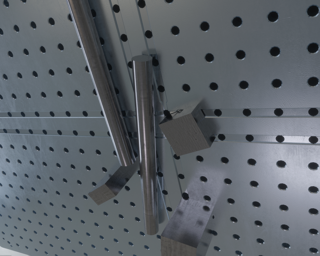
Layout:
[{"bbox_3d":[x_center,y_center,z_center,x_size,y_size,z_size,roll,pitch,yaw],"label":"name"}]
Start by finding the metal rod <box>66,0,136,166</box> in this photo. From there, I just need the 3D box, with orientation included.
[{"bbox_3d":[-0.081,-0.080,0.404,0.025,0.025,0.298,1,119,28],"label":"metal rod"}]

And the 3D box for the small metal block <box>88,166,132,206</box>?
[{"bbox_3d":[-0.079,0.091,0.493,0.050,0.050,0.025,-34,99,38],"label":"small metal block"}]

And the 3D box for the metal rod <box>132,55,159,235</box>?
[{"bbox_3d":[-0.018,0.044,0.447,0.025,0.025,0.298,12,124,21],"label":"metal rod"}]

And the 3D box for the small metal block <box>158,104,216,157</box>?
[{"bbox_3d":[0.035,0.004,0.395,0.050,0.025,0.050,-20,108,35],"label":"small metal block"}]

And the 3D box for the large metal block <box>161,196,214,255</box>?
[{"bbox_3d":[0.041,0.163,0.455,0.050,0.080,0.079,13,124,21],"label":"large metal block"}]
